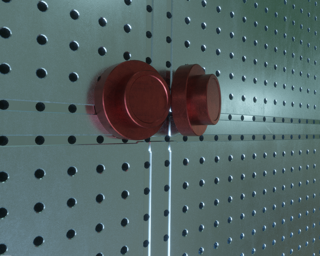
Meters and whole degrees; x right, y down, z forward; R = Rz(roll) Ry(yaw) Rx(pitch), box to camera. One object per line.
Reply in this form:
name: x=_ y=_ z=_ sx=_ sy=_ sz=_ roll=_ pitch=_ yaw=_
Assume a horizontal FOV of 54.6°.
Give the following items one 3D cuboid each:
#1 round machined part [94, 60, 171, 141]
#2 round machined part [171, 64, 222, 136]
round machined part: x=-0.025 y=-0.033 z=0.376 sx=0.099 sy=0.042 sz=0.097 roll=0 pitch=90 yaw=-40
round machined part: x=0.054 y=-0.037 z=0.419 sx=0.098 sy=0.042 sz=0.097 roll=3 pitch=87 yaw=-64
